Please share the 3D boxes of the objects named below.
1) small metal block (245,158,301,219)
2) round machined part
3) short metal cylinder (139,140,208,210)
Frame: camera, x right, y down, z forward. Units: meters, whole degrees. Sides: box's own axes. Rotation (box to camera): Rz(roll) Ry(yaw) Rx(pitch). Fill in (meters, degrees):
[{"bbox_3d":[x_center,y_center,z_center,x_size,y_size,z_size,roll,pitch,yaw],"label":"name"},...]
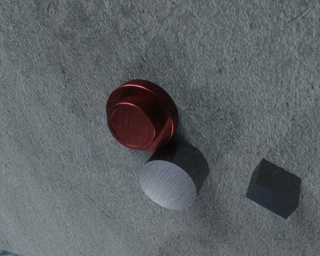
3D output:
[{"bbox_3d":[0.134,0.070,0.363,0.050,0.050,0.025,29,128,10],"label":"small metal block"},{"bbox_3d":[-0.029,-0.010,0.403,0.098,0.042,0.097,13,124,20],"label":"round machined part"},{"bbox_3d":[0.019,0.063,0.418,0.080,0.050,0.079,13,124,20],"label":"short metal cylinder"}]
